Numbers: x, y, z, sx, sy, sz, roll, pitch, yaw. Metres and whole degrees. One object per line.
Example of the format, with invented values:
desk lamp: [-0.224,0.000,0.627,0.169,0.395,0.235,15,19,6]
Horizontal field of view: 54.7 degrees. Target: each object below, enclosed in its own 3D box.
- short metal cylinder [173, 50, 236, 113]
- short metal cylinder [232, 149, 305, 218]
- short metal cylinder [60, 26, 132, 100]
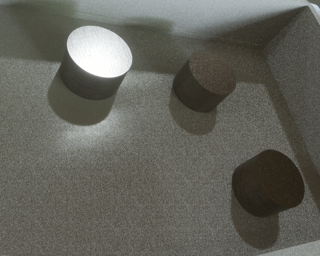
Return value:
short metal cylinder: [0.067,-0.070,0.468,0.081,0.050,0.080,14,56,-21]
short metal cylinder: [0.146,0.076,0.422,0.081,0.050,0.080,14,56,-21]
short metal cylinder: [-0.082,-0.082,0.395,0.081,0.050,0.080,14,56,-21]
